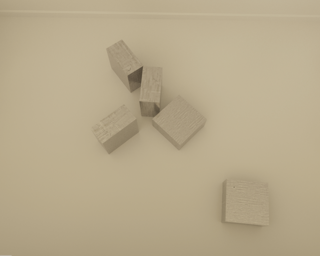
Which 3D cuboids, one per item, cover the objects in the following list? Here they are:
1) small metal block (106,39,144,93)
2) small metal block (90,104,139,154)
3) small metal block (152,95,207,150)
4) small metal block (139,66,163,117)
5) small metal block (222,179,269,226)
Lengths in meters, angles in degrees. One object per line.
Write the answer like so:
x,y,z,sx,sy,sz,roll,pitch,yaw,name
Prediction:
-0.046,-0.084,0.427,0.025,0.050,0.050,-35,74,-12,small metal block
-0.056,0.003,0.395,0.050,0.050,0.025,-37,75,-13,small metal block
0.025,-0.007,0.413,0.050,0.025,0.050,-43,76,-14,small metal block
-0.011,-0.047,0.414,0.025,0.050,0.050,4,70,1,small metal block
0.103,0.091,0.378,0.050,0.025,0.050,5,70,1,small metal block
